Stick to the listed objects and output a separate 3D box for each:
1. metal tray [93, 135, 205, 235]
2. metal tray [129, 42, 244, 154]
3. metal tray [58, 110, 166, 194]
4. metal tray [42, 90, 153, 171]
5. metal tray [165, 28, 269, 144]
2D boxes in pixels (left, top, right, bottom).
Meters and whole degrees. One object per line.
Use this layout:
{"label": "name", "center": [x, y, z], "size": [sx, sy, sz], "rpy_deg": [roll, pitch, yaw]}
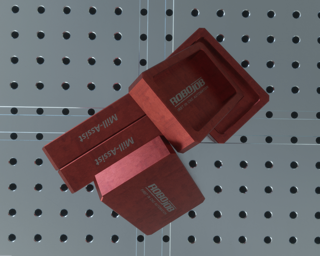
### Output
{"label": "metal tray", "center": [-0.006, 0.074, 0.367], "size": [0.090, 0.130, 0.030], "rpy_deg": [-32, 49, 0]}
{"label": "metal tray", "center": [0.036, -0.041, 0.357], "size": [0.090, 0.030, 0.131], "rpy_deg": [51, 45, 0]}
{"label": "metal tray", "center": [-0.049, 0.025, 0.379], "size": [0.130, 0.090, 0.030], "rpy_deg": [-32, 90, 0]}
{"label": "metal tray", "center": [-0.067, 0.000, 0.380], "size": [0.130, 0.090, 0.030], "rpy_deg": [-32, 90, 0]}
{"label": "metal tray", "center": [0.066, -0.054, 0.410], "size": [0.090, 0.030, 0.130], "rpy_deg": [-44, 91, 0]}
